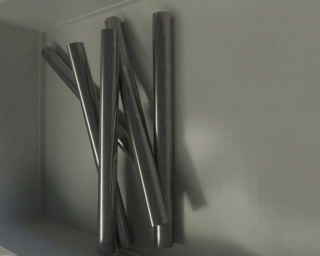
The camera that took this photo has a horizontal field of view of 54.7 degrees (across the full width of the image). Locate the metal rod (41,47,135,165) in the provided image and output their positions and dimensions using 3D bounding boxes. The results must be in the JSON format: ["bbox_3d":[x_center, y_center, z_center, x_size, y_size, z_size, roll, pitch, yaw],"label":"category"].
[{"bbox_3d":[-0.117,-0.048,0.500,0.300,0.025,0.025,45,117,30],"label":"metal rod"}]

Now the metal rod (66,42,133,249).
[{"bbox_3d":[-0.087,0.025,0.447,0.025,0.025,0.298,-14,90,39],"label":"metal rod"}]

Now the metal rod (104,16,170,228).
[{"bbox_3d":[-0.035,-0.022,0.412,0.025,0.025,0.299,-30,65,36],"label":"metal rod"}]

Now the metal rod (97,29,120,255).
[{"bbox_3d":[-0.069,0.021,0.416,0.025,0.025,0.298,5,95,39],"label":"metal rod"}]

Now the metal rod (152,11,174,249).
[{"bbox_3d":[0.004,0.002,0.401,0.025,0.025,0.298,-1,89,39],"label":"metal rod"}]
